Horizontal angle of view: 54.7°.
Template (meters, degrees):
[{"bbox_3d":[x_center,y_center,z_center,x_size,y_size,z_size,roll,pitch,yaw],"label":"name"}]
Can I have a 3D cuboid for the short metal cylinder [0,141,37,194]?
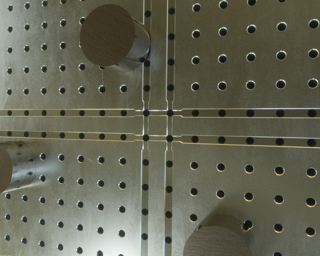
[{"bbox_3d":[-0.243,0.061,0.485,0.080,0.050,0.079,0,90,20],"label":"short metal cylinder"}]

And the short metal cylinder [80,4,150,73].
[{"bbox_3d":[-0.060,-0.119,0.420,0.080,0.050,0.079,0,90,20],"label":"short metal cylinder"}]

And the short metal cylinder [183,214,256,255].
[{"bbox_3d":[0.073,0.150,0.373,0.080,0.050,0.079,0,90,20],"label":"short metal cylinder"}]
